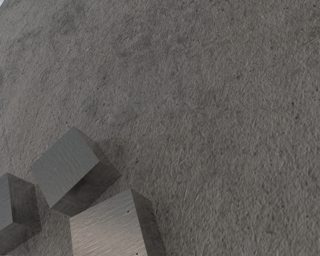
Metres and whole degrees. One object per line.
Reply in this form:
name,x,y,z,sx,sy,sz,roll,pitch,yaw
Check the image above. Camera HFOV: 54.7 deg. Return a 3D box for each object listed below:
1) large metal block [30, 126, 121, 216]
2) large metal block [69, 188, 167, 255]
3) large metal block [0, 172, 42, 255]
large metal block,-0.113,0.058,0.412,0.080,0.050,0.080,-44,51,-3
large metal block,-0.045,0.124,0.335,0.080,0.050,0.080,-28,52,10
large metal block,-0.219,0.123,0.427,0.080,0.050,0.080,-34,51,5
